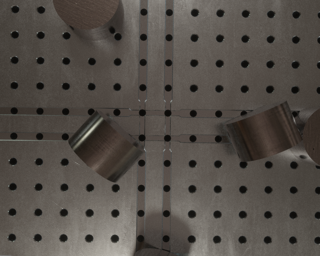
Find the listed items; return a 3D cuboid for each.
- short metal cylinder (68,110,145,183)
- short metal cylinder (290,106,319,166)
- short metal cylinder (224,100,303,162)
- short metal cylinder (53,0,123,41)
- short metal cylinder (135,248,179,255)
[{"bbox_3d":[-0.065,0.022,0.385,0.080,0.080,0.050,42,90,-1],"label":"short metal cylinder"},{"bbox_3d":[0.215,0.011,0.404,0.081,0.050,0.079,0,90,-1],"label":"short metal cylinder"},{"bbox_3d":[0.128,0.003,0.388,0.080,0.080,0.050,-22,90,0],"label":"short metal cylinder"},{"bbox_3d":[-0.090,-0.159,0.400,0.081,0.050,0.079,0,90,-1],"label":"short metal cylinder"},{"bbox_3d":[0.001,0.193,0.386,0.080,0.080,0.050,16,90,-1],"label":"short metal cylinder"}]
